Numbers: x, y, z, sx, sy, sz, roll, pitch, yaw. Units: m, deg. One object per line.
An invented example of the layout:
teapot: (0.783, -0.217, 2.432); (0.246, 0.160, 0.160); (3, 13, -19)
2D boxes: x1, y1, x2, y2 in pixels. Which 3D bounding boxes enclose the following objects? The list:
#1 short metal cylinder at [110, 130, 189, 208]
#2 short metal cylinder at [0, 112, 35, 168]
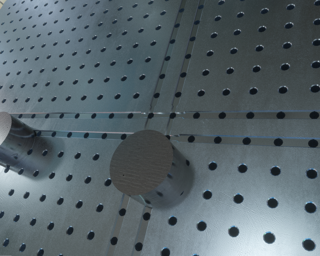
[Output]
short metal cylinder: (-0.012, 0.049, 0.368); (0.080, 0.050, 0.080); (-13, 56, 21)
short metal cylinder: (-0.259, 0.020, 0.516); (0.080, 0.050, 0.080); (-13, 56, 21)
